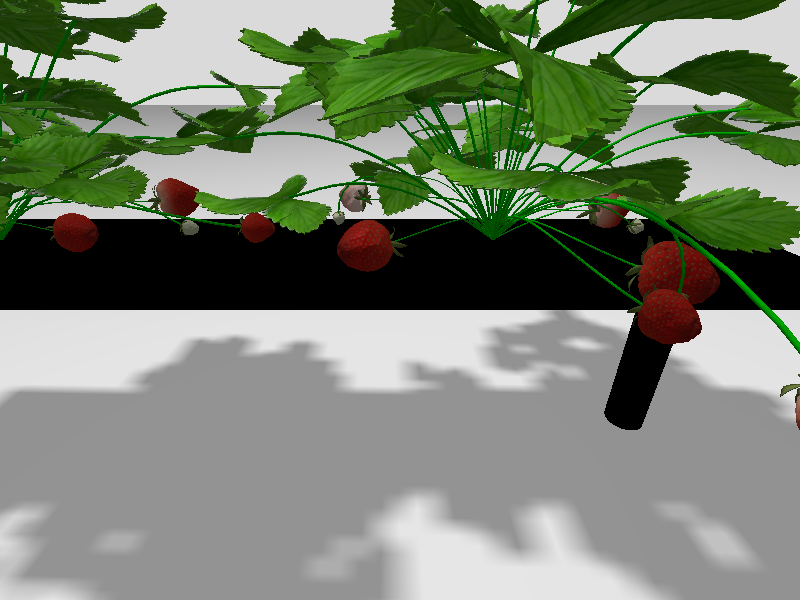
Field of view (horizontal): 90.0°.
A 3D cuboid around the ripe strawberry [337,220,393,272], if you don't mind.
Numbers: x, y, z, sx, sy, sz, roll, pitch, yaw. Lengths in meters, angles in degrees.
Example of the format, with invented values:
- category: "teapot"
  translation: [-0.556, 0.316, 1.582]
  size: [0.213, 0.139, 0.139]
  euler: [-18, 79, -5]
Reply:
- category: "ripe strawberry"
  translation: [-0.027, -0.039, 0.297]
  size: [0.040, 0.040, 0.037]
  euler: [-16, 32, -27]

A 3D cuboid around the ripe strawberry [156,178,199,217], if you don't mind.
- category: "ripe strawberry"
  translation: [-0.238, -0.111, 0.433]
  size: [0.042, 0.041, 0.039]
  euler: [-17, 32, -30]

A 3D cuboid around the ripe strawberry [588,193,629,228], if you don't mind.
- category: "ripe strawberry"
  translation: [0.210, -0.092, 0.396]
  size: [0.041, 0.040, 0.038]
  euler: [-9, 29, -17]

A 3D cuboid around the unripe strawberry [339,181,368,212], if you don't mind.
- category: "unripe strawberry"
  translation: [-0.052, -0.115, 0.443]
  size: [0.032, 0.033, 0.029]
  euler: [17, 32, 31]

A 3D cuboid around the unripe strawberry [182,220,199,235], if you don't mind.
- category: "unripe strawberry"
  translation: [-0.195, -0.067, 0.373]
  size: [0.014, 0.015, 0.013]
  euler: [10, 26, -9]

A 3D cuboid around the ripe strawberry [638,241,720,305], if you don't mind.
- category: "ripe strawberry"
  translation: [0.167, -0.014, 0.241]
  size: [0.037, 0.042, 0.040]
  euler: [-16, 32, -28]

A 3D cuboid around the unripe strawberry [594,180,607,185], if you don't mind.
- category: "unripe strawberry"
  translation: [0.244, -0.131, 0.475]
  size: [0.036, 0.035, 0.033]
  euler: [-20, 34, -35]

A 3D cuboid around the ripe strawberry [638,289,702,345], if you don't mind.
- category: "ripe strawberry"
  translation: [0.141, 0.010, 0.209]
  size: [0.026, 0.030, 0.028]
  euler: [-9, 30, -16]

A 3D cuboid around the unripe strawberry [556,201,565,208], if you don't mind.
- category: "unripe strawberry"
  translation: [0.182, -0.110, 0.456]
  size: [0.013, 0.011, 0.011]
  euler: [23, 36, 37]

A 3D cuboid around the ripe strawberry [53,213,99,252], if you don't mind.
- category: "ripe strawberry"
  translation: [-0.270, -0.057, 0.338]
  size: [0.033, 0.032, 0.031]
  euler: [8, 29, 13]

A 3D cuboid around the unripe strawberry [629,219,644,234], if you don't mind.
- category: "unripe strawberry"
  translation: [0.225, -0.069, 0.379]
  size: [0.014, 0.013, 0.013]
  euler: [10, 26, -13]

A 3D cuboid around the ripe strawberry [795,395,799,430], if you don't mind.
- category: "ripe strawberry"
  translation: [0.168, 0.045, 0.143]
  size: [0.033, 0.036, 0.035]
  euler: [-9, -42, -17]

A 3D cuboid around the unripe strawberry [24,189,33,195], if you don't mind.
- category: "unripe strawberry"
  translation: [-0.449, -0.131, 0.486]
  size: [0.009, 0.010, 0.010]
  euler: [-16, 31, -27]

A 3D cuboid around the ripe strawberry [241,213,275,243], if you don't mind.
- category: "ripe strawberry"
  translation: [-0.126, -0.064, 0.357]
  size: [0.027, 0.026, 0.025]
  euler: [1, 28, 1]

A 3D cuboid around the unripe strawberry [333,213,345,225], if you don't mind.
- category: "unripe strawberry"
  translation: [-0.058, -0.077, 0.378]
  size: [0.011, 0.011, 0.011]
  euler: [4, 28, 7]
